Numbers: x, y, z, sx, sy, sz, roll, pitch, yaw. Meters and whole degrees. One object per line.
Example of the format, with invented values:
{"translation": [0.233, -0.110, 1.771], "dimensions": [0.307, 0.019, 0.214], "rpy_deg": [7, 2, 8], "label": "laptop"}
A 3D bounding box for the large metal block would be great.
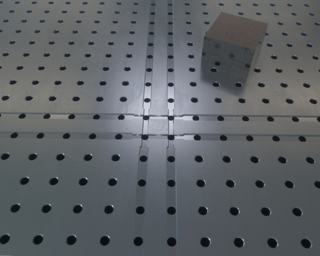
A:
{"translation": [0.122, -0.140, 0.510], "dimensions": [0.080, 0.050, 0.080], "rpy_deg": [21, 53, 16], "label": "large metal block"}
